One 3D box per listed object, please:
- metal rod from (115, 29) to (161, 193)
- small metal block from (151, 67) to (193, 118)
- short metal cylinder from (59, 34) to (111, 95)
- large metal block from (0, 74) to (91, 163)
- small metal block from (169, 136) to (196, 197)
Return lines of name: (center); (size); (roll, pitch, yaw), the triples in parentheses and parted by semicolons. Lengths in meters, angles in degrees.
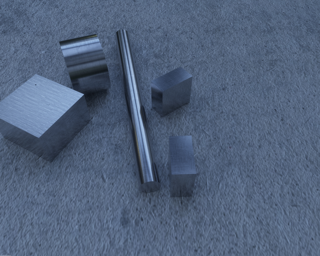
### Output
metal rod: (-0.038, -0.047, 0.441); (0.025, 0.025, 0.300); (-8, 51, -7)
small metal block: (0.016, -0.050, 0.429); (0.050, 0.050, 0.025); (-30, 57, -23)
short metal cylinder: (-0.107, -0.088, 0.440); (0.050, 0.080, 0.080); (-17, 52, -14)
large metal block: (-0.150, -0.015, 0.397); (0.080, 0.050, 0.080); (23, 54, 18)
small metal block: (0.024, 0.044, 0.351); (0.025, 0.050, 0.050); (-1, 50, -2)
